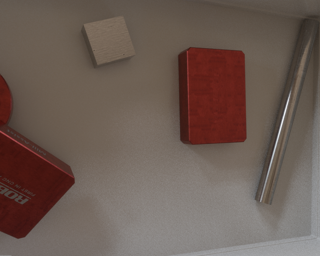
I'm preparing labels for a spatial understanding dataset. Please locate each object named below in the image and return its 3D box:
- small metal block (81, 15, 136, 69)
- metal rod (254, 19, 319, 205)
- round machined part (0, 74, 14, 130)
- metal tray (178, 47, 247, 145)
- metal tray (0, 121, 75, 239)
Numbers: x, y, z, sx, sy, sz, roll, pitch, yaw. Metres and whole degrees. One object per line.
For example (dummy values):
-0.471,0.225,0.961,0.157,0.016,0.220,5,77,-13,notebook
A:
-0.064,-0.107,0.387,0.050,0.025,0.050,-20,97,-19,small metal block
0.201,-0.029,0.486,0.025,0.025,0.299,20,83,-19,metal rod
-0.208,-0.026,0.325,0.099,0.042,0.097,0,90,-21,round machined part
0.074,-0.044,0.437,0.091,0.030,0.129,-2,91,-21,metal tray
-0.167,0.049,0.318,0.090,0.030,0.130,-48,123,-2,metal tray
